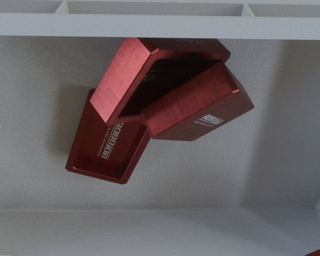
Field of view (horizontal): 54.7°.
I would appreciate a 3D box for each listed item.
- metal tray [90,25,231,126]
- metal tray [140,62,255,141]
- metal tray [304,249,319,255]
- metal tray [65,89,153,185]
[{"bbox_3d":[0.005,-0.051,0.309,0.131,0.030,0.089,-14,150,-50],"label":"metal tray"},{"bbox_3d":[0.047,-0.020,0.334,0.090,0.030,0.130,-30,166,18],"label":"metal tray"},{"bbox_3d":[0.219,0.214,0.435,0.090,0.030,0.130,34,122,-26],"label":"metal tray"},{"bbox_3d":[-0.068,0.018,0.419,0.091,0.030,0.129,17,128,-15],"label":"metal tray"}]
